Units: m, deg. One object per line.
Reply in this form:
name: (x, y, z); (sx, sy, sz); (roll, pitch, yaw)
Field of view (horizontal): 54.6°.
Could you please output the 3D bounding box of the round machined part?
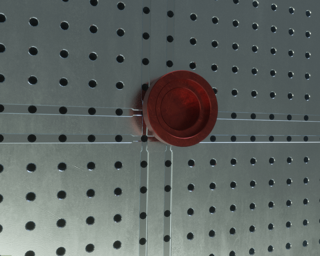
round machined part: (0.024, -0.025, 0.412); (0.099, 0.042, 0.097); (0, 90, -20)
